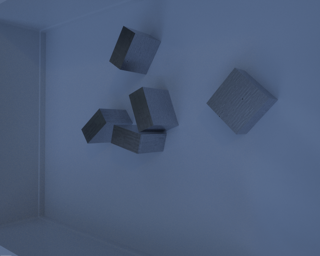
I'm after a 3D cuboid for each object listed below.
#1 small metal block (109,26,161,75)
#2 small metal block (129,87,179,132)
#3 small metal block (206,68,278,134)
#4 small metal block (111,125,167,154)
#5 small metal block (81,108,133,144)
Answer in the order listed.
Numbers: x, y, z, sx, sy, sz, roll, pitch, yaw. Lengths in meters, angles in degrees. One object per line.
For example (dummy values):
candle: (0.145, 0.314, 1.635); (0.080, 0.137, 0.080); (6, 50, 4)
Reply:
small metal block: (-0.033, -0.103, 0.416); (0.025, 0.050, 0.050); (40, 114, 32)
small metal block: (-0.007, -0.022, 0.395); (0.025, 0.050, 0.050); (-26, 74, 37)
small metal block: (0.087, -0.028, 0.334); (0.050, 0.025, 0.050); (51, 120, 27)
small metal block: (-0.028, 0.014, 0.412); (0.050, 0.050, 0.025); (18, 101, 38)
small metal block: (-0.077, -0.002, 0.452); (0.050, 0.050, 0.025); (-43, 64, 31)
